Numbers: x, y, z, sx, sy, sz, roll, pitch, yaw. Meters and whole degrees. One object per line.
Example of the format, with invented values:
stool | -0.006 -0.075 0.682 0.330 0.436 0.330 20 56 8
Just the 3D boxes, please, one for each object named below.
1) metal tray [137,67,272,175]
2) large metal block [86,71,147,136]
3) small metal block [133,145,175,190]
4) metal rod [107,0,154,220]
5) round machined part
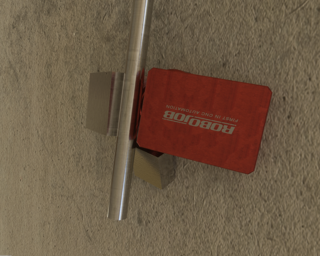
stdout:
metal tray | 0.046 -0.011 0.337 0.130 0.030 0.089 13 100 18
large metal block | -0.062 -0.034 0.427 0.080 0.050 0.079 13 99 57
small metal block | -0.010 0.044 0.402 0.050 0.025 0.050 20 129 38
metal rod | -0.035 -0.036 0.381 0.025 0.025 0.298 10 94 39
round machined part | 0.010 -0.025 0.387 0.098 0.042 0.097 0 90 40
